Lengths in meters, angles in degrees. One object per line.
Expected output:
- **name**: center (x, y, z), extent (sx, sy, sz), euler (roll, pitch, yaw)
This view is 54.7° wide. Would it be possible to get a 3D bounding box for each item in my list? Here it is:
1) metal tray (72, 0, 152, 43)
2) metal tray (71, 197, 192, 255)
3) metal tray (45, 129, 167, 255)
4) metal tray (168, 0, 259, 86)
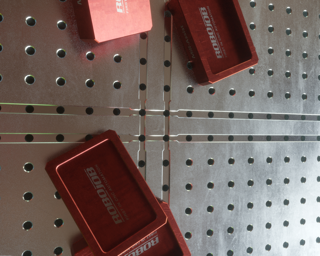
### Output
- **metal tray**: center (-0.057, -0.170, 0.350), extent (0.091, 0.030, 0.129), euler (-29, 122, -39)
- **metal tray**: center (-0.035, 0.160, 0.398), extent (0.131, 0.030, 0.090), euler (-27, 99, -18)
- **metal tray**: center (-0.063, 0.078, 0.368), extent (0.091, 0.030, 0.130), euler (-30, 84, -19)
- **metal tray**: center (0.077, -0.136, 0.439), extent (0.091, 0.030, 0.129), euler (-25, 99, -19)
